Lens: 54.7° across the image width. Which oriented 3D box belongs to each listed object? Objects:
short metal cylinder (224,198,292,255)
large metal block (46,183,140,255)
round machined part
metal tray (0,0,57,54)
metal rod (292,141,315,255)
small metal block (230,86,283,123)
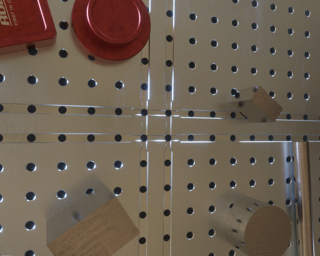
[{"bbox_3d":[0.142,0.147,0.452,0.081,0.050,0.079,0,90,-20],"label":"short metal cylinder"},{"bbox_3d":[-0.079,0.113,0.354,0.080,0.080,0.050,-34,101,-17],"label":"large metal block"},{"bbox_3d":[-0.058,-0.132,0.382,0.099,0.042,0.097,0,90,-20],"label":"round machined part"},{"bbox_3d":[-0.178,-0.152,0.343,0.091,0.030,0.129,-17,96,-19],"label":"metal tray"},{"bbox_3d":[0.234,0.170,0.499,0.025,0.025,0.298,-4,92,-20],"label":"metal rod"},{"bbox_3d":[0.140,-0.033,0.451,0.050,0.050,0.025,40,78,-16],"label":"small metal block"}]
